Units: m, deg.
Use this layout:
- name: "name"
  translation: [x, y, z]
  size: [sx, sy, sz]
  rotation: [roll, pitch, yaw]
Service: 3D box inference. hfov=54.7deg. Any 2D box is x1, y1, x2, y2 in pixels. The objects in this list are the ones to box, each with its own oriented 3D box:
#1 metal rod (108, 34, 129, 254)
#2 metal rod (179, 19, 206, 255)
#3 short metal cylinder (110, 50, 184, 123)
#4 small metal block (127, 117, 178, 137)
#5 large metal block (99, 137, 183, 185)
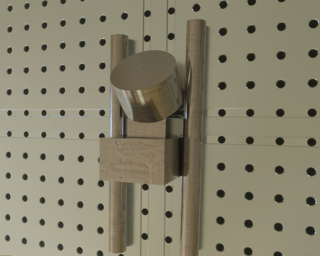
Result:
- name: "metal rod"
  translation: [-0.058, 0.022, 0.433]
  size: [0.025, 0.025, 0.298]
  rotation: [1, 90, 20]
- name: "metal rod"
  translation: [0.042, 0.014, 0.398]
  size: [0.025, 0.025, 0.298]
  rotation: [2, 91, 20]
- name: "short metal cylinder"
  translation: [-0.015, -0.052, 0.381]
  size: [0.080, 0.050, 0.080]
  rotation: [-9, 44, 9]
- name: "small metal block"
  translation: [-0.008, -0.001, 0.402]
  size: [0.050, 0.050, 0.025]
  rotation: [2, 91, 19]
- name: "large metal block"
  translation: [-0.019, 0.037, 0.388]
  size: [0.080, 0.080, 0.050]
  rotation: [1, 91, 20]
